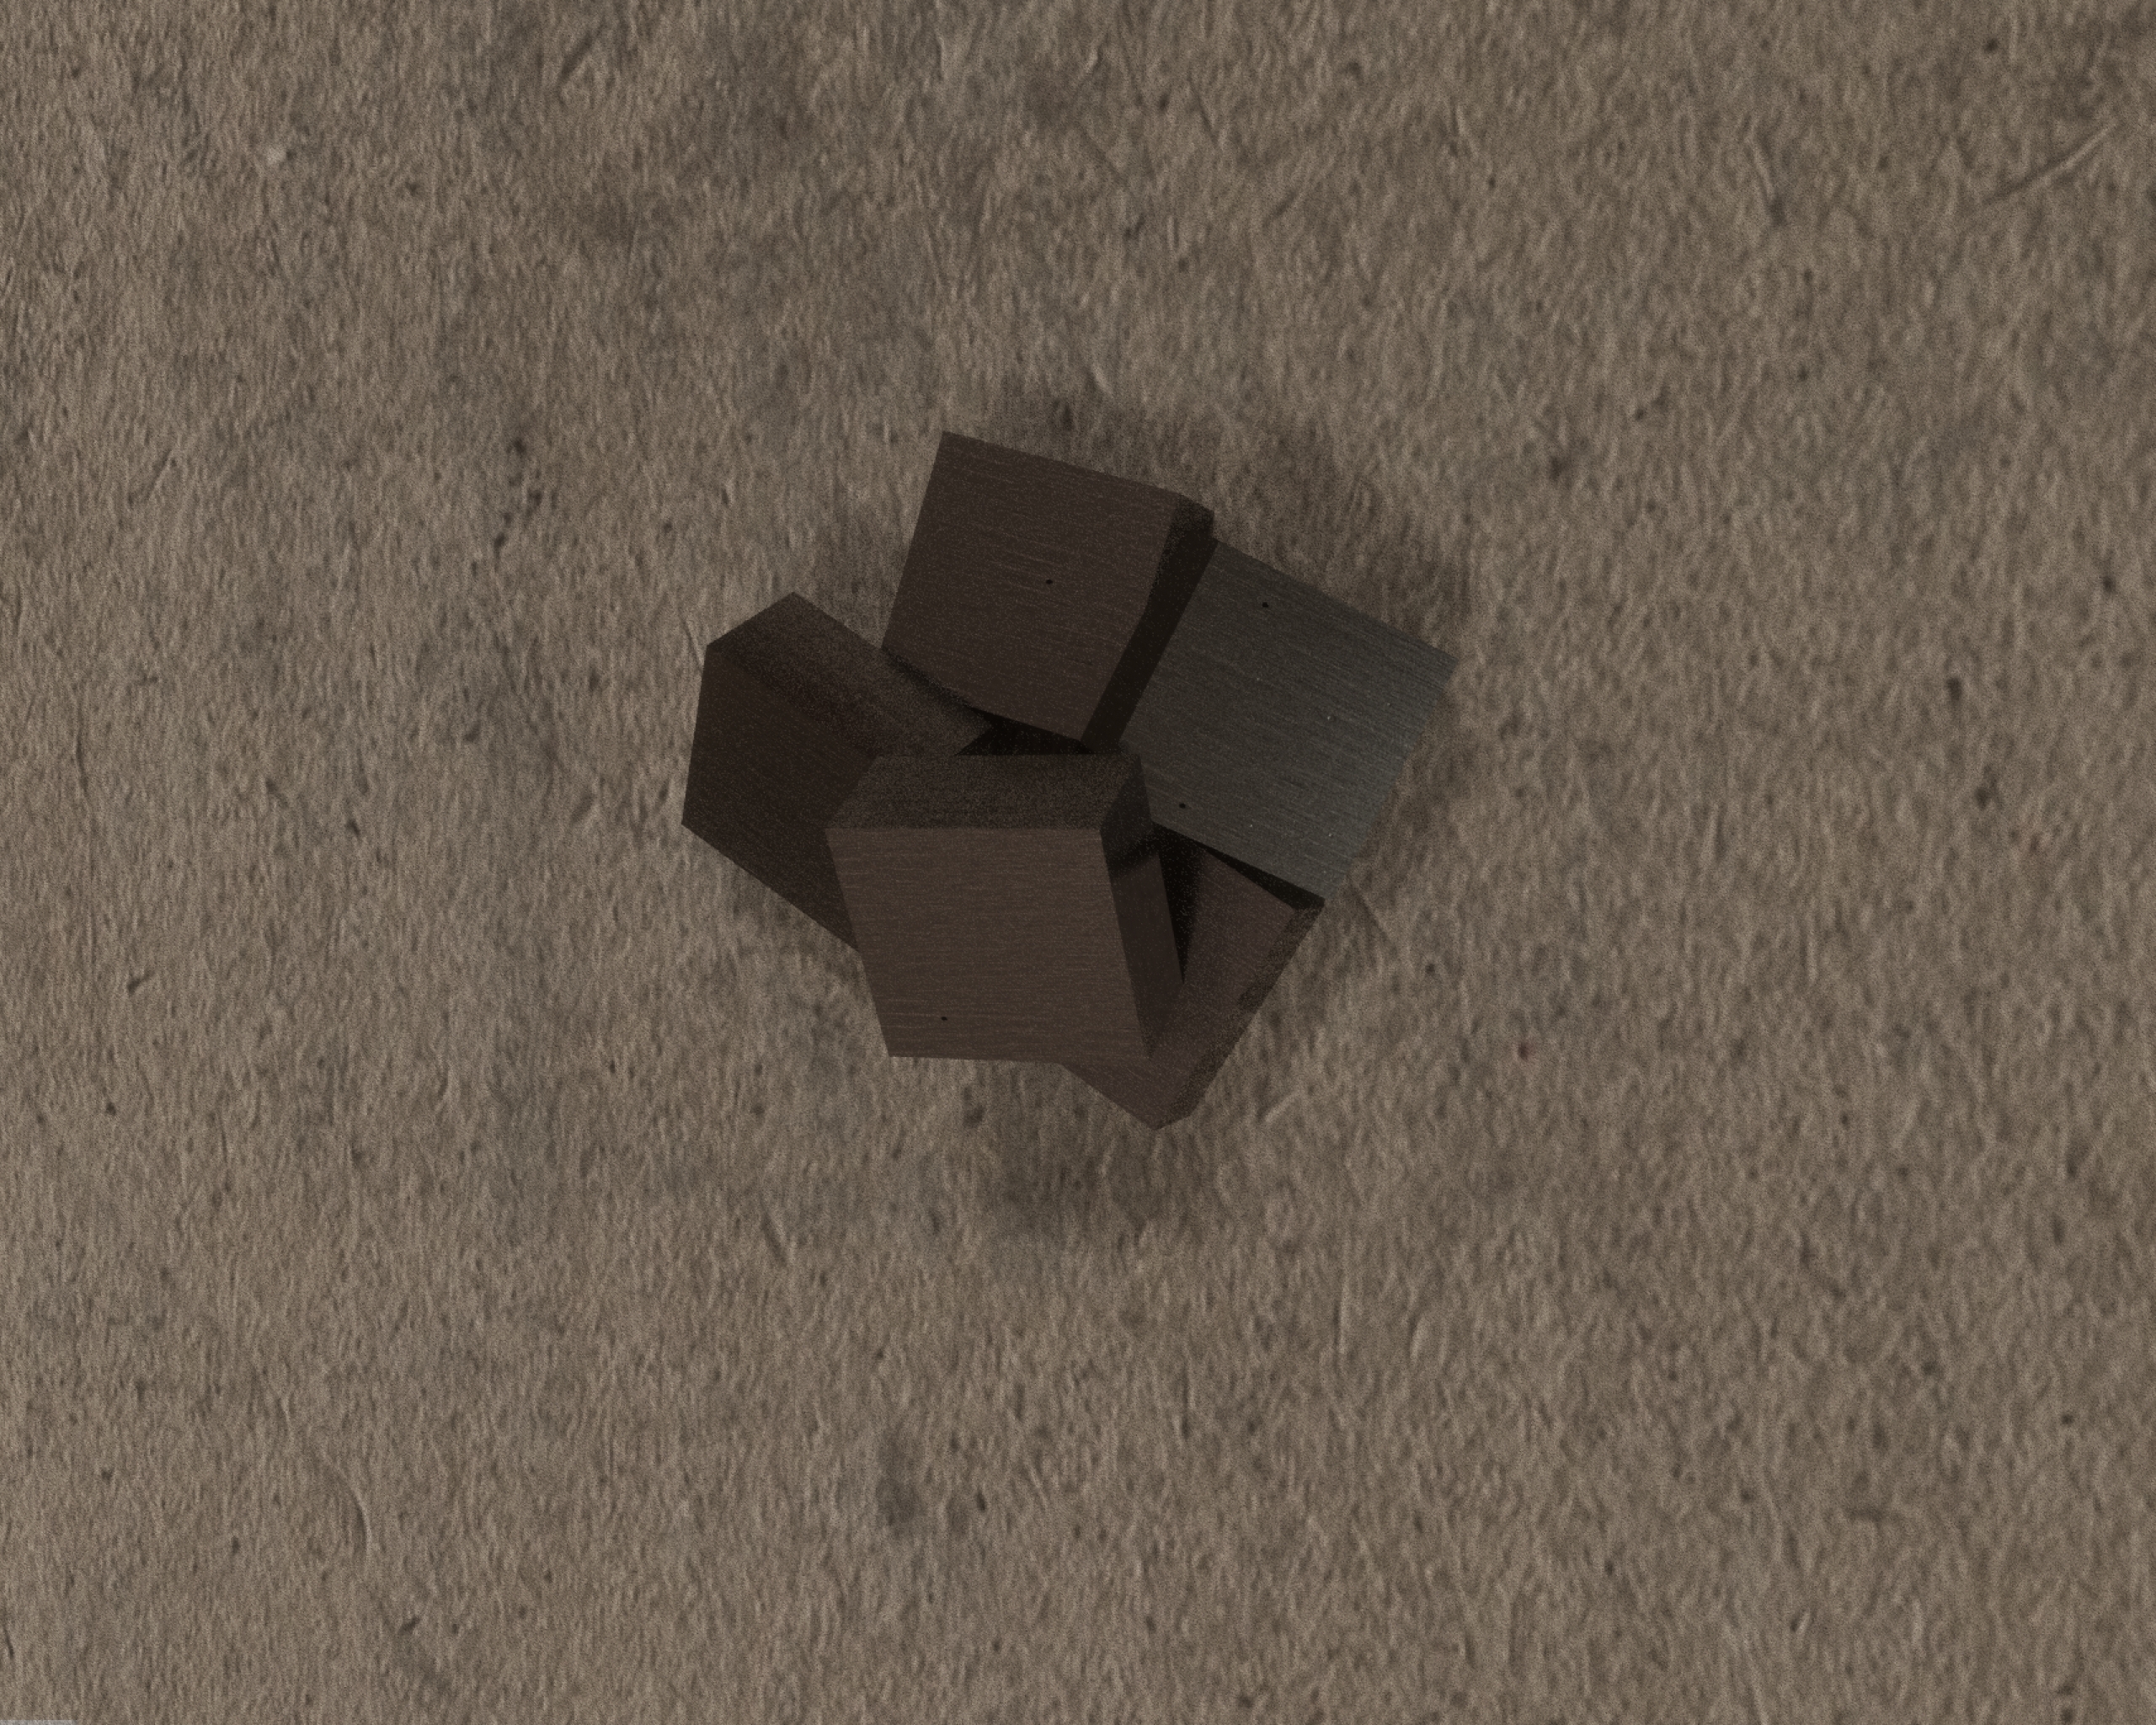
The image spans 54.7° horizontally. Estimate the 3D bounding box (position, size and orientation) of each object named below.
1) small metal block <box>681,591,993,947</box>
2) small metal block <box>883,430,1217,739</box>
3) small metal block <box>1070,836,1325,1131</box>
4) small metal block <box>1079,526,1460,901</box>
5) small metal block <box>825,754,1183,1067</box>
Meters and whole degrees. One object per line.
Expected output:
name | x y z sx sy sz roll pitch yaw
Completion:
small metal block | -0.049 -0.017 0.414 0.050 0.025 0.050 35 137 15
small metal block | -0.006 -0.053 0.412 0.050 0.025 0.050 18 96 18
small metal block | 0.011 0.016 0.406 0.050 0.025 0.050 34 101 16
small metal block | 0.034 -0.028 0.386 0.050 0.025 0.050 24 99 -16
small metal block | -0.012 0.008 0.375 0.050 0.025 0.050 0 123 19
